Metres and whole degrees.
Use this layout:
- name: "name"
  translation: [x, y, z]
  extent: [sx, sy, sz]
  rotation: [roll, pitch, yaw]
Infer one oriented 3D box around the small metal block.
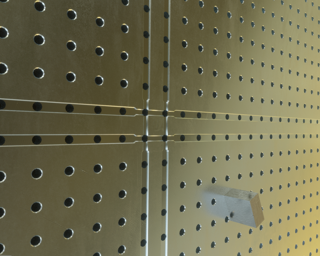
- name: "small metal block"
  translation: [0.139, 0.132, 0.513]
  extent: [0.025, 0.050, 0.050]
  rotation: [-28, 108, -37]
